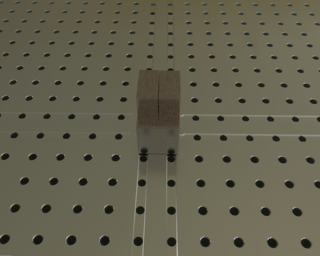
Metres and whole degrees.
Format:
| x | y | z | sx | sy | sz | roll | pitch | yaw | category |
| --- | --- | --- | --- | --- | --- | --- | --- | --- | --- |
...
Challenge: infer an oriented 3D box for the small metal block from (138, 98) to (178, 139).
| x | y | z | sx | sy | sz | roll | pitch | yaw | category |
| --- | --- | --- | --- | --- | --- | --- | --- | --- | --- |
| -0.001 | -0.013 | 0.418 | 0.050 | 0.025 | 0.050 | 1 | 50 | 2 | small metal block |

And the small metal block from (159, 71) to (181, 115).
| x | y | z | sx | sy | sz | roll | pitch | yaw | category |
| --- | --- | --- | --- | --- | --- | --- | --- | --- | --- |
| 0.012 | -0.037 | 0.390 | 0.025 | 0.050 | 0.050 | 1 | 50 | 2 | small metal block |

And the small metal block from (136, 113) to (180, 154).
| x | y | z | sx | sy | sz | roll | pitch | yaw | category |
| --- | --- | --- | --- | --- | --- | --- | --- | --- | --- |
| -0.002 | 0.008 | 0.385 | 0.050 | 0.050 | 0.025 | 1 | 50 | 1 | small metal block |

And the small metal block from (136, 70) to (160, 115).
| x | y | z | sx | sy | sz | roll | pitch | yaw | category |
| --- | --- | --- | --- | --- | --- | --- | --- | --- | --- |
| -0.014 | -0.037 | 0.390 | 0.025 | 0.050 | 0.050 | 2 | 50 | 1 | small metal block |

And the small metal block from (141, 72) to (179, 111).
| x | y | z | sx | sy | sz | roll | pitch | yaw | category |
| --- | --- | --- | --- | --- | --- | --- | --- | --- | --- |
| 0.000 | -0.050 | 0.433 | 0.050 | 0.050 | 0.025 | 1 | 50 | 1 | small metal block |
